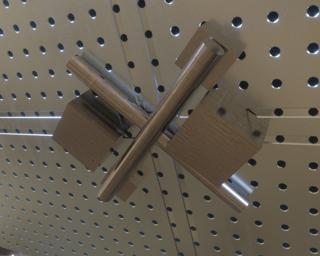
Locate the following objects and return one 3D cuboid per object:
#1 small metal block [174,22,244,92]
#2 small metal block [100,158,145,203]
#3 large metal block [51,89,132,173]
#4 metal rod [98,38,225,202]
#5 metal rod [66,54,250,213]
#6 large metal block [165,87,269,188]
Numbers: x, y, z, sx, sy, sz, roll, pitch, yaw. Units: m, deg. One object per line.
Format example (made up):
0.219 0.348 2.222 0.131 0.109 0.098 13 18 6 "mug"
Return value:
0.052 -0.077 0.337 0.050 0.025 0.050 39 129 1 "small metal block"
-0.060 0.084 0.495 0.050 0.025 0.050 38 129 2 "small metal block"
-0.099 0.005 0.451 0.080 0.050 0.080 40 129 1 "large metal block"
-0.017 0.013 0.395 0.025 0.025 0.298 39 129 2 "metal rod"
-0.003 0.008 0.416 0.300 0.025 0.025 40 129 0 "metal rod"
0.066 0.011 0.367 0.080 0.050 0.080 37 129 3 "large metal block"
